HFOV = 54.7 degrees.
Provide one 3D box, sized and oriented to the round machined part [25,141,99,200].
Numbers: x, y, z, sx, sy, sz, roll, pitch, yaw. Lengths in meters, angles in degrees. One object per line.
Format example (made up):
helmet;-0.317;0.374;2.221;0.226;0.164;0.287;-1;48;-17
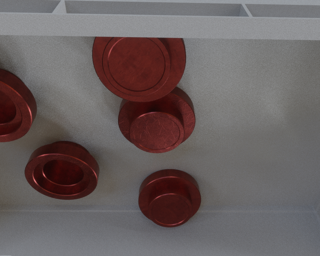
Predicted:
round machined part;-0.136;0.057;0.444;0.099;0.042;0.097;-1;130;0

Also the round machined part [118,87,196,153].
round machined part;-0.004;-0.006;0.393;0.099;0.042;0.097;-1;130;0

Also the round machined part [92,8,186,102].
round machined part;-0.022;-0.071;0.322;0.099;0.042;0.097;1;117;2

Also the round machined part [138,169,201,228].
round machined part;0.016;0.116;0.484;0.099;0.042;0.097;-1;118;-1

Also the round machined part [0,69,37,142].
round machined part;-0.197;-0.032;0.367;0.099;0.042;0.097;-1;130;0
